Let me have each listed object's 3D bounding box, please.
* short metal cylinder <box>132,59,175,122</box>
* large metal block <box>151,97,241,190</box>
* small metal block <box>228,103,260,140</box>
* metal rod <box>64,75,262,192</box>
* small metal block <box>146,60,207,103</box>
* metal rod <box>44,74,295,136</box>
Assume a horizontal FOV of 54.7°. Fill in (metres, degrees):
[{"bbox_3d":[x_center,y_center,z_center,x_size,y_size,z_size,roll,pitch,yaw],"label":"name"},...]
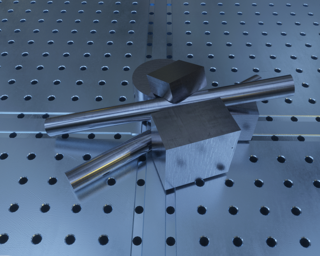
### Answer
[{"bbox_3d":[0.003,-0.051,0.430,0.081,0.050,0.080,0,49,0],"label":"short metal cylinder"},{"bbox_3d":[0.036,0.019,0.350,0.081,0.080,0.050,-14,52,-12],"label":"large metal block"},{"bbox_3d":[0.094,-0.009,0.395,0.050,0.050,0.025,-1,50,1],"label":"small metal block"},{"bbox_3d":[0.022,-0.003,0.407,0.302,0.025,0.025,-28,55,-22],"label":"metal rod"},{"bbox_3d":[0.020,-0.058,0.376,0.050,0.025,0.050,-29,33,-22],"label":"small metal block"},{"bbox_3d":[0.004,-0.025,0.378,0.301,0.025,0.025,-9,50,9],"label":"metal rod"}]
